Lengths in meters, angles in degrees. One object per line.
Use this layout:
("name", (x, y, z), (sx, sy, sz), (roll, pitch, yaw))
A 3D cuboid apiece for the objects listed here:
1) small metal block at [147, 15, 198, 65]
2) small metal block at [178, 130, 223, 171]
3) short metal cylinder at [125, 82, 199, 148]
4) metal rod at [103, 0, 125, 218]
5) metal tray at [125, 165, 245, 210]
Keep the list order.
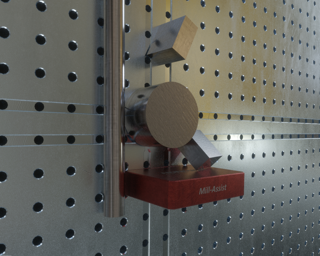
("small metal block", (0.016, -0.113, 0.406), (0.025, 0.050, 0.050), (34, 69, -35))
("small metal block", (0.053, 0.029, 0.426), (0.050, 0.025, 0.050), (51, 22, 21))
("short metal cylinder", (0.002, -0.015, 0.391), (0.081, 0.050, 0.080), (1, 88, -36))
("metal rod", (-0.054, -0.048, 0.363), (0.025, 0.025, 0.298), (0, 90, -40))
("metal tray", (0.033, 0.070, 0.394), (0.131, 0.090, 0.030), (1, 90, -40))
